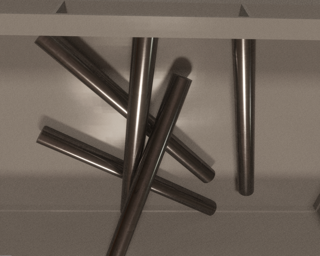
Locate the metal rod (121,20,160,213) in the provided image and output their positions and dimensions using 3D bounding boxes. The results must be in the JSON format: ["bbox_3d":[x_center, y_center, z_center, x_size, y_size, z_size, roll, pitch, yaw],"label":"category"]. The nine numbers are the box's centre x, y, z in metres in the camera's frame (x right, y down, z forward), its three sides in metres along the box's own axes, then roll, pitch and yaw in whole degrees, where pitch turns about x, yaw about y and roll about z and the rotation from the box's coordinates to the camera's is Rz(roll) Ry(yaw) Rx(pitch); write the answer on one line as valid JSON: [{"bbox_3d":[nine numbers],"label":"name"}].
[{"bbox_3d":[-0.031,0.016,0.387,0.025,0.025,0.298,5,130,-5],"label":"metal rod"}]

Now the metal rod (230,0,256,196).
[{"bbox_3d":[0.109,-0.013,0.399,0.025,0.025,0.298,-9,130,7],"label":"metal rod"}]

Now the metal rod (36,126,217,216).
[{"bbox_3d":[-0.036,0.073,0.470,0.301,0.025,0.025,28,125,-22],"label":"metal rod"}]

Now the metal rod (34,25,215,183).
[{"bbox_3d":[-0.025,-0.013,0.397,0.025,0.025,0.300,-34,123,25],"label":"metal rod"}]

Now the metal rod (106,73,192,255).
[{"bbox_3d":[-0.024,0.075,0.400,0.025,0.025,0.298,16,106,-14],"label":"metal rod"}]
